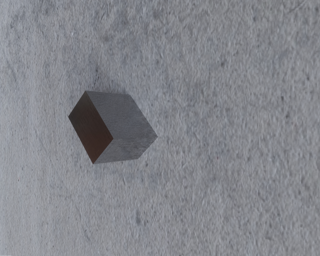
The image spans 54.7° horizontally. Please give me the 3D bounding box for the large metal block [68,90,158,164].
[{"bbox_3d":[-0.063,-0.002,0.419,0.050,0.081,0.080,-49,62,29],"label":"large metal block"}]
